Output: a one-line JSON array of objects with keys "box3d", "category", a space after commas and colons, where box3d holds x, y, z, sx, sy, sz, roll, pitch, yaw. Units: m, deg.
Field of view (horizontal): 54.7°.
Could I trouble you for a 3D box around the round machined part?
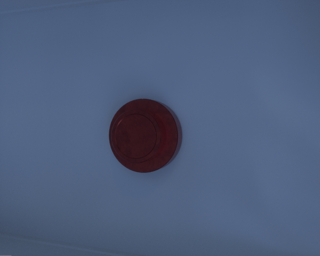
[{"box3d": [-0.024, 0.010, 0.405, 0.098, 0.042, 0.097, 0, 90, 19], "category": "round machined part"}]
